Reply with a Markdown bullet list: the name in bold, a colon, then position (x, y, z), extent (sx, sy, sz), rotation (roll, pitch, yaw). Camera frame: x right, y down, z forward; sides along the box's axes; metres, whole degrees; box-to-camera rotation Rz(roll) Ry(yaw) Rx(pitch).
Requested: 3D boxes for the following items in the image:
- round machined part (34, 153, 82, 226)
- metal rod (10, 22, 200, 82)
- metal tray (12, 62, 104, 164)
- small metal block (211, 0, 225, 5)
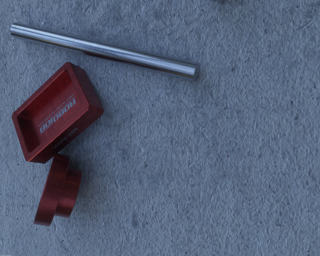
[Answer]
- **round machined part**: position (-0.138, 0.087, 0.429), extent (0.042, 0.098, 0.097), rotation (17, 97, -17)
- **metal rod**: position (-0.089, -0.112, 0.440), extent (0.301, 0.025, 0.025), rotation (17, 96, 19)
- **metal tray**: position (-0.151, -0.020, 0.447), extent (0.130, 0.030, 0.090), rotation (-38, 63, 15)
- **small metal block**: position (0.072, -0.184, 0.370), extent (0.025, 0.050, 0.050), rotation (29, 100, 17)
